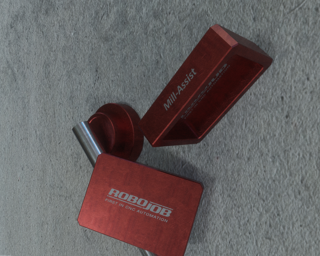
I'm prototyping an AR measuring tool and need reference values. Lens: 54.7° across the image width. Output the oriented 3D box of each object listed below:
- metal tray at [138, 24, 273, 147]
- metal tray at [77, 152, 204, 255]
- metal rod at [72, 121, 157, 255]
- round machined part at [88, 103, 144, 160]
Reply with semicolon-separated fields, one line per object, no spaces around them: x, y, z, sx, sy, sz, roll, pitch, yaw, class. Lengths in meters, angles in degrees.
0.047;-0.036;0.322;0.129;0.091;0.030;-51;60;27;metal tray
-0.022;0.090;0.369;0.131;0.030;0.090;16;86;12;metal tray
-0.031;0.121;0.395;0.025;0.025;0.299;-40;76;32;metal rod
-0.074;0.012;0.452;0.098;0.042;0.097;0;90;39;round machined part
